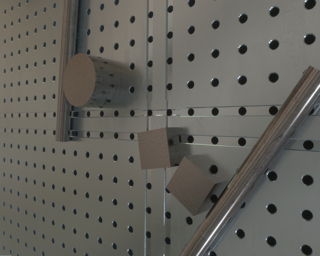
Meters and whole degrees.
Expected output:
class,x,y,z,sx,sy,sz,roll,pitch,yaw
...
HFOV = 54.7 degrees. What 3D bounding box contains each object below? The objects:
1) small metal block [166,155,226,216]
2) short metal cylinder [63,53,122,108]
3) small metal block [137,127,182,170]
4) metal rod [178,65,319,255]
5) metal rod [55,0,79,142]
class,x,y,z,sx,sy,sz,roll,pitch,yaw
small metal block,0.042,0.068,0.375,0.050,0.025,0.050,42,115,32
short metal cylinder,-0.105,-0.071,0.480,0.080,0.050,0.079,0,90,40
small metal block,-0.001,0.027,0.410,0.050,0.025,0.050,-11,83,39
metal rod,0.084,0.071,0.340,0.025,0.025,0.298,42,115,32
metal rod,-0.161,-0.125,0.542,0.025,0.025,0.298,8,95,39
